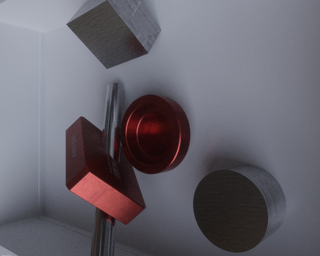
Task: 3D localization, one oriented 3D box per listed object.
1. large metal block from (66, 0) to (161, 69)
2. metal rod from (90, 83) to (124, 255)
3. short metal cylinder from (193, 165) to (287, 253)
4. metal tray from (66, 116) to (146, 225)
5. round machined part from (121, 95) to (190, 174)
[{"bbox_3d":[-0.060,-0.133,0.409,0.080,0.080,0.050,-10,45,39],"label":"large metal block"},{"bbox_3d":[-0.063,0.065,0.377,0.025,0.025,0.300,-31,46,35],"label":"metal rod"},{"bbox_3d":[0.082,0.081,0.322,0.080,0.050,0.079,0,90,39],"label":"short metal cylinder"},{"bbox_3d":[-0.070,0.047,0.380,0.030,0.090,0.130,-43,30,8],"label":"metal tray"},{"bbox_3d":[-0.001,0.008,0.395,0.098,0.042,0.097,0,90,39],"label":"round machined part"}]
